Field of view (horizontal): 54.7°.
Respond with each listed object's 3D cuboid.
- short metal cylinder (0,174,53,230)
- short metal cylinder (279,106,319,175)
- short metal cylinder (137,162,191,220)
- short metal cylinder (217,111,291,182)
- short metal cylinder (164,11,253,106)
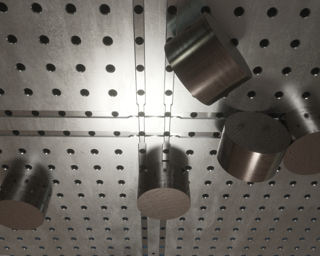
[{"bbox_3d":[-0.219,0.118,0.493,0.081,0.050,0.079,0,130,0],"label":"short metal cylinder"},{"bbox_3d":[0.198,0.018,0.413,0.081,0.050,0.079,0,130,0],"label":"short metal cylinder"},{"bbox_3d":[0.006,0.098,0.479,0.081,0.050,0.079,0,130,0],"label":"short metal cylinder"},{"bbox_3d":[0.118,0.023,0.397,0.081,0.080,0.050,3,130,-3],"label":"short metal cylinder"},{"bbox_3d":[0.050,-0.070,0.317,0.050,0.080,0.080,-35,122,25],"label":"short metal cylinder"}]
